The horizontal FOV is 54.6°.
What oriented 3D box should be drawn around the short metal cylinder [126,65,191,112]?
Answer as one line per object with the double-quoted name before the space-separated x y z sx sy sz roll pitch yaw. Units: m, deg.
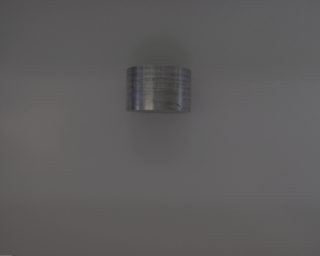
"short metal cylinder" -0.002 -0.045 0.384 0.080 0.080 0.050 1 90 0
